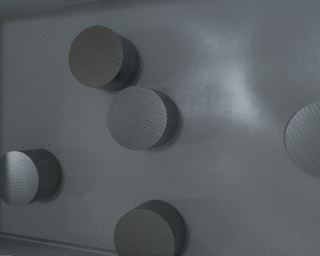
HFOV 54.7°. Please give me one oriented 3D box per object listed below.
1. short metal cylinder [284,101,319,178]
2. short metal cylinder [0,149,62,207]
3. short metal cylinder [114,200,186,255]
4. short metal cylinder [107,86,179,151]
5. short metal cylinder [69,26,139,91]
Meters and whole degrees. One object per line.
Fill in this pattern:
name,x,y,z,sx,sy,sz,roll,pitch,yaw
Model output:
short metal cylinder,0.178,0.012,0.335,0.080,0.050,0.079,0,90,19
short metal cylinder,-0.198,0.073,0.465,0.080,0.050,0.079,0,90,19
short metal cylinder,-0.012,0.138,0.401,0.080,0.050,0.079,0,90,19
short metal cylinder,-0.021,-0.012,0.404,0.080,0.050,0.079,0,90,19
short metal cylinder,-0.075,-0.092,0.423,0.080,0.050,0.079,0,90,19
